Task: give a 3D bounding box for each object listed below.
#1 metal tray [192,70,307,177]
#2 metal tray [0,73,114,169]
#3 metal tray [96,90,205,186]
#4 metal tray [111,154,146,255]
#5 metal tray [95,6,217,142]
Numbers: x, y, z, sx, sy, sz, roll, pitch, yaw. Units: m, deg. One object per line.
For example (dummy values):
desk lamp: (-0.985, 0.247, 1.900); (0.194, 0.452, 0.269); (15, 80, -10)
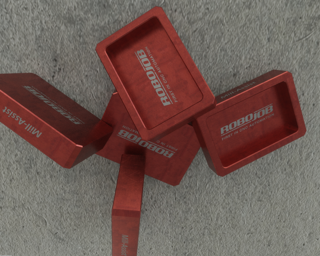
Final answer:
metal tray: (0.112, -0.007, 0.390); (0.131, 0.030, 0.090); (-25, 109, -7)
metal tray: (-0.128, -0.014, 0.353); (0.130, 0.090, 0.030); (35, 107, 5)
metal tray: (-0.016, 0.013, 0.413); (0.131, 0.030, 0.089); (24, 108, -9)
metal tray: (-0.039, 0.108, 0.395); (0.030, 0.090, 0.129); (5, 131, -2)
metal tray: (-0.006, -0.060, 0.355); (0.090, 0.030, 0.130); (-30, 79, 10)
